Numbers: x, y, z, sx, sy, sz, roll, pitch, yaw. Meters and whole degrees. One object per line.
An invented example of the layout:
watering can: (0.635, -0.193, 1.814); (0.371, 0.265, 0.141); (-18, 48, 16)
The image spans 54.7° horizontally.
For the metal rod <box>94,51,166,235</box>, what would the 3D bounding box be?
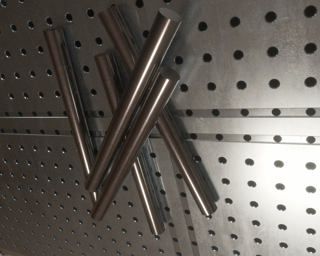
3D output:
metal rod: (-0.037, 0.038, 0.452); (0.025, 0.025, 0.298); (0, 119, 28)

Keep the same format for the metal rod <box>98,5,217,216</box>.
metal rod: (0.005, -0.009, 0.401); (0.025, 0.025, 0.299); (-16, 111, 34)

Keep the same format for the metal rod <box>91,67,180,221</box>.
metal rod: (-0.047, 0.043, 0.427); (0.025, 0.025, 0.298); (34, 129, 5)

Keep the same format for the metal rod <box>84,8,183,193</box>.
metal rod: (-0.048, -0.010, 0.395); (0.025, 0.025, 0.298); (34, 129, 5)

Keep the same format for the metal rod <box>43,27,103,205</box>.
metal rod: (-0.123, 0.001, 0.474); (0.025, 0.025, 0.298); (7, 122, 24)
